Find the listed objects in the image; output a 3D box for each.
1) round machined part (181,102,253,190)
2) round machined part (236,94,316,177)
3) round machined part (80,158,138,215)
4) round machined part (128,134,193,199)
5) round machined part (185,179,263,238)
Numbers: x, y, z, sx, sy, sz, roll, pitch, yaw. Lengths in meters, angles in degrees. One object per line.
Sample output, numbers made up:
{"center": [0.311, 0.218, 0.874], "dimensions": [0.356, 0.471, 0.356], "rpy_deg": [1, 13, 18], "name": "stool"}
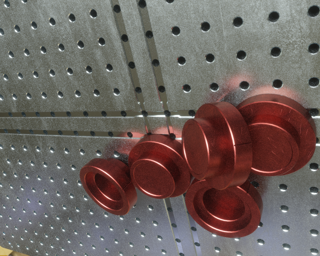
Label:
{"center": [0.057, 0.021, 0.347], "dimensions": [0.042, 0.098, 0.097], "rpy_deg": [-8, 126, -19], "name": "round machined part"}
{"center": [0.120, 0.015, 0.347], "dimensions": [0.098, 0.042, 0.097], "rpy_deg": [13, 124, 21], "name": "round machined part"}
{"center": [-0.075, 0.086, 0.487], "dimensions": [0.098, 0.042, 0.097], "rpy_deg": [21, 133, 25], "name": "round machined part"}
{"center": [-0.003, 0.061, 0.440], "dimensions": [0.098, 0.042, 0.097], "rpy_deg": [13, 124, 21], "name": "round machined part"}
{"center": [0.087, 0.095, 0.413], "dimensions": [0.098, 0.042, 0.097], "rpy_deg": [13, 124, 21], "name": "round machined part"}
